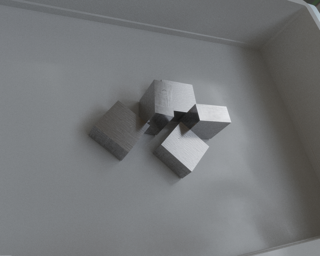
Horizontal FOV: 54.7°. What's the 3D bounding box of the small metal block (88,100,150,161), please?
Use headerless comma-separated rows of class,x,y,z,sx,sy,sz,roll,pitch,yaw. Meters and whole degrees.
small metal block,-0.049,0.003,0.376,0.050,0.025,0.050,39,51,-3

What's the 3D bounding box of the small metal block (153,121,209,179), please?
small metal block,0.028,0.028,0.402,0.050,0.025,0.050,42,51,0

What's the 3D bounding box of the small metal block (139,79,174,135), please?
small metal block,-0.006,-0.026,0.401,0.025,0.050,0.050,12,57,-22

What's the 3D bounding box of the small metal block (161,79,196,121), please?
small metal block,0.023,-0.038,0.440,0.050,0.025,0.050,6,59,-25

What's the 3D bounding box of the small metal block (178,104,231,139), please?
small metal block,0.060,-0.008,0.426,0.050,0.050,0.025,3,61,-27
